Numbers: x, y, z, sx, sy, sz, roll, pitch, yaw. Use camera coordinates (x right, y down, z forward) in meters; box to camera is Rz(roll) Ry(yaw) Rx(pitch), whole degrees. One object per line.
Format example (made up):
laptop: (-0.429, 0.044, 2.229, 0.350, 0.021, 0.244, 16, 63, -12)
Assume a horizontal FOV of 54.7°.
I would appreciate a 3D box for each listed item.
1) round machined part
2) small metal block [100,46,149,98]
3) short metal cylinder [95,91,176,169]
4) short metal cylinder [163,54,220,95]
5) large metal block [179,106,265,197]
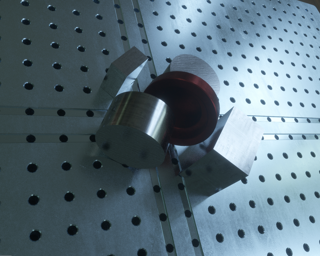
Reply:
round machined part: (0.027, -0.028, 0.395, 0.098, 0.097, 0.042, 36, 39, -5)
small metal block: (-0.048, -0.074, 0.413, 0.025, 0.050, 0.050, 41, 51, -1)
short metal cylinder: (-0.027, 0.004, 0.357, 0.080, 0.080, 0.050, 28, 52, -12)
short metal cylinder: (0.040, -0.060, 0.451, 0.081, 0.050, 0.080, 14, 56, -21)
large metal block: (0.080, 0.031, 0.399, 0.050, 0.080, 0.080, 37, 51, -4)
